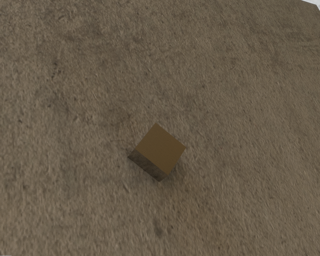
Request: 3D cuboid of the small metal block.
[{"bbox_3d":[-0.003,0.030,0.385,0.050,0.025,0.050,39,51,-2],"label":"small metal block"}]
